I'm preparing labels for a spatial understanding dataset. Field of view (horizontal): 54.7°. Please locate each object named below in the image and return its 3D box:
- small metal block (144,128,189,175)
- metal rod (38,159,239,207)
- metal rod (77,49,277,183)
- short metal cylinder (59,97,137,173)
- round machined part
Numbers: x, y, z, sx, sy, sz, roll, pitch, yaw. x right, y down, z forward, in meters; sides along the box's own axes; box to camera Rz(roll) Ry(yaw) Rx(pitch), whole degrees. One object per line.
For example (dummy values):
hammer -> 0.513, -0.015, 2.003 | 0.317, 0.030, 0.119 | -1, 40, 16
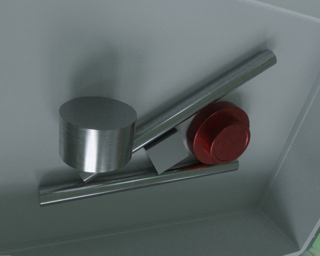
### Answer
small metal block -> 0.006, 0.029, 0.429 | 0.050, 0.025, 0.050 | -31, 129, -8
metal rod -> -0.013, 0.071, 0.446 | 0.303, 0.025, 0.025 | -5, 121, -26
metal rod -> 0.027, -0.020, 0.411 | 0.301, 0.025, 0.025 | -32, 129, -8
short metal cylinder -> -0.068, 0.005, 0.339 | 0.081, 0.080, 0.050 | -5, 121, -26
round machined part -> 0.093, 0.014, 0.455 | 0.099, 0.042, 0.097 | -14, 125, -21
